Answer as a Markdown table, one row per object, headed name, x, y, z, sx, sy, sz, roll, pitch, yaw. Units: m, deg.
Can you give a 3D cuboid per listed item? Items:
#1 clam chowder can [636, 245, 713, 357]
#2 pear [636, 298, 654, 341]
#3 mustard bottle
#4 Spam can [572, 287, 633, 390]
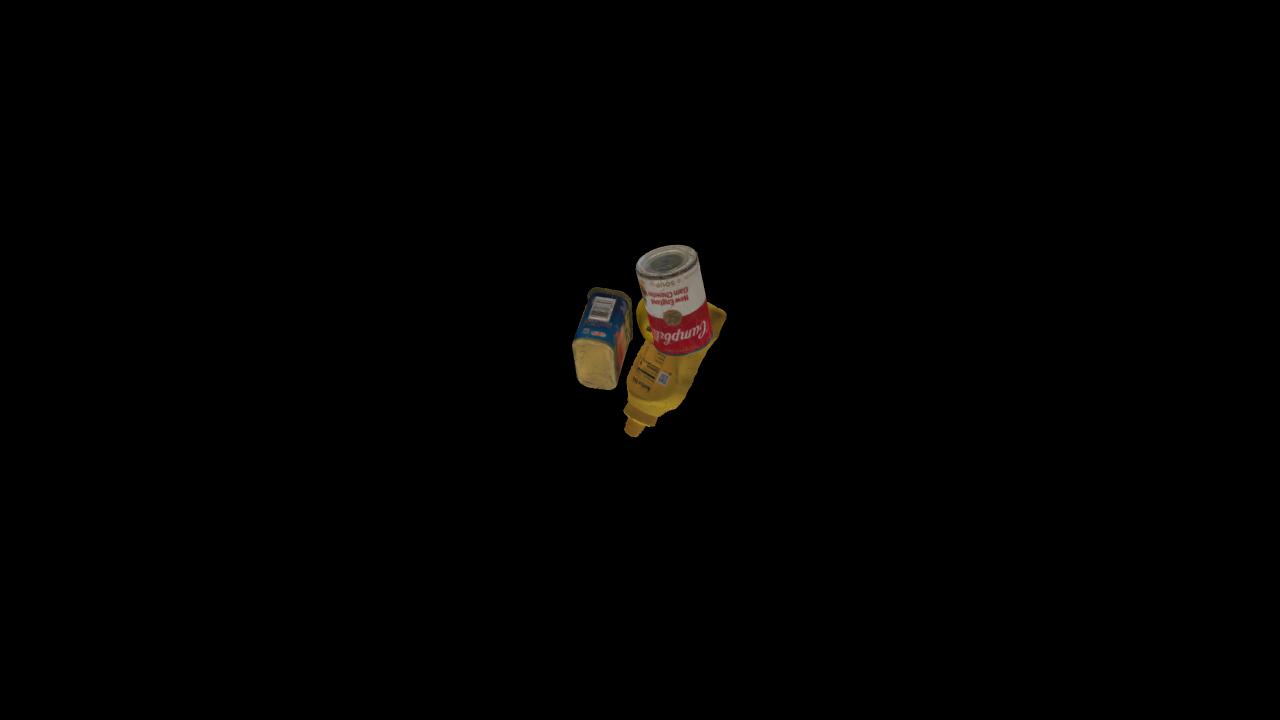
| name | x | y | z | sx | sy | sz | roll | pitch | yaw |
| --- | --- | --- | --- | --- | --- | --- | --- | --- | --- |
| clam chowder can | 0.038 | -0.064 | 0.661 | 0.068 | 0.102 | 0.068 | -10 | 35 | 7 |
| pear | 0.024 | -0.044 | 0.734 | 0.080 | 0.080 | 0.111 | 0 | 24 | 31 |
| mustard bottle | 0.028 | 0.009 | 0.737 | 0.092 | 0.184 | 0.054 | 30 | 6 | 43 |
| Spam can | -0.046 | -0.024 | 0.770 | 0.058 | 0.085 | 0.101 | 9 | -38 | 9 |
